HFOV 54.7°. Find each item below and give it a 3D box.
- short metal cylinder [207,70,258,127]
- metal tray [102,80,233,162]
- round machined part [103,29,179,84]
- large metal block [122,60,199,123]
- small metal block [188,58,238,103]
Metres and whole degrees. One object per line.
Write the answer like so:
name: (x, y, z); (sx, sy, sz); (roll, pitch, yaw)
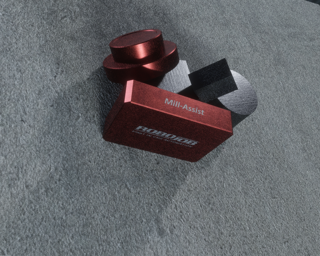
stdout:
short metal cylinder: (0.099, -0.042, 0.469); (0.081, 0.050, 0.080); (14, 56, -21)
metal tray: (0.008, -0.002, 0.368); (0.131, 0.090, 0.030); (16, 56, -20)
round machined part: (-0.027, -0.098, 0.402); (0.099, 0.098, 0.042); (-42, 131, -39)
large metal block: (0.000, -0.047, 0.419); (0.081, 0.050, 0.080); (-2, 63, -29)
small metal block: (0.070, -0.060, 0.405); (0.050, 0.050, 0.025); (33, 37, -64)
